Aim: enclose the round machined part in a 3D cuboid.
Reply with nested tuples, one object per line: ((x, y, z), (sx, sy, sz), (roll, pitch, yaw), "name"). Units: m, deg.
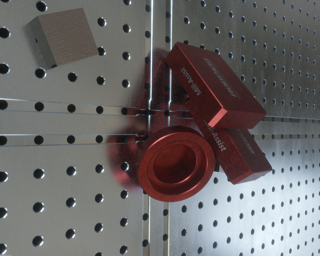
((0.017, 0.042, 0.393), (0.099, 0.042, 0.097), (-6, 114, -14), "round machined part")

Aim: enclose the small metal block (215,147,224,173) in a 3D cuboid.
((0.103, 0.047, 0.496), (0.050, 0.025, 0.050), (13, 82, -39), "small metal block")

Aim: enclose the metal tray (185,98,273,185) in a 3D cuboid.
((0.095, 0.011, 0.427), (0.091, 0.030, 0.130), (7, 50, -55), "metal tray")

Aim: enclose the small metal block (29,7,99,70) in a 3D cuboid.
((-0.099, -0.094, 0.325), (0.050, 0.025, 0.050), (-29, 108, -36), "small metal block")

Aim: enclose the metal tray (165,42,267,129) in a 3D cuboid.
((0.073, -0.057, 0.415), (0.091, 0.030, 0.130), (2, 47, -40), "metal tray")
